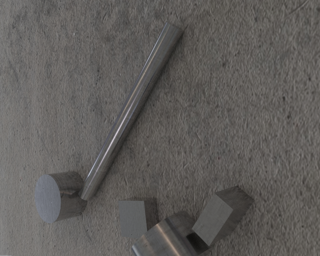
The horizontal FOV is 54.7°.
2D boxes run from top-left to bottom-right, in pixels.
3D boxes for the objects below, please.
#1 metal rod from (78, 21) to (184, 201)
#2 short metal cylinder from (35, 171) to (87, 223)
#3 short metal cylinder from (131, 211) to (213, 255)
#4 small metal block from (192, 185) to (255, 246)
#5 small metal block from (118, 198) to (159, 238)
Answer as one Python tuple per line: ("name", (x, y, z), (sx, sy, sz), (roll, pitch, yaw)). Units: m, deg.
("metal rod", (-0.051, -0.009, 0.446), (0.025, 0.025, 0.298), (45, 117, 30))
("short metal cylinder", (-0.170, 0.116, 0.529), (0.080, 0.050, 0.080), (0, 90, 40))
("short metal cylinder", (0.014, 0.141, 0.358), (0.050, 0.081, 0.080), (52, 120, 27))
("small metal block", (0.068, 0.093, 0.332), (0.025, 0.050, 0.050), (40, 114, 32))
("small metal block", (-0.029, 0.124, 0.429), (0.050, 0.025, 0.050), (-11, 83, 39))
